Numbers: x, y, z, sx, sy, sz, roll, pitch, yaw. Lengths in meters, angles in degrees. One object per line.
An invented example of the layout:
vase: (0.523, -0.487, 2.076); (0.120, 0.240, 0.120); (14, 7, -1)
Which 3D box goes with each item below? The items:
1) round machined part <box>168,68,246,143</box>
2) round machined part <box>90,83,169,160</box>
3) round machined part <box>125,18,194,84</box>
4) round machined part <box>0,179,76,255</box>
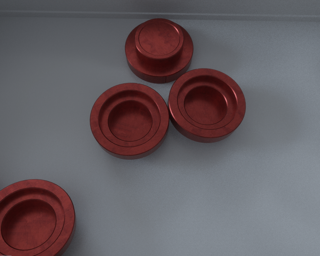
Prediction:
round machined part: (0.058, -0.026, 0.409); (0.099, 0.042, 0.098); (2, 69, -4)
round machined part: (-0.037, -0.006, 0.402); (0.099, 0.042, 0.098); (0, 70, 0)
round machined part: (-0.001, -0.116, 0.443); (0.099, 0.042, 0.098); (0, 70, -1)
round machined part: (-0.145, 0.111, 0.349); (0.099, 0.042, 0.098); (5, 55, -7)
